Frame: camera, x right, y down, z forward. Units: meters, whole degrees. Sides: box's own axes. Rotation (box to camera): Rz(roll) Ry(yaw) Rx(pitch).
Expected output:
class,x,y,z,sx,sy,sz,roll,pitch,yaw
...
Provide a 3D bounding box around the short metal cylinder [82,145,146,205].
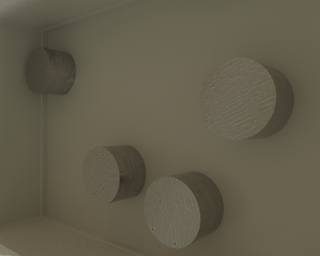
class,x,y,z,sx,sy,sz,roll,pitch,yaw
short metal cylinder,-0.067,0.065,0.446,0.080,0.050,0.080,0,90,40

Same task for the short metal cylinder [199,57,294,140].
class,x,y,z,sx,sy,sz,roll,pitch,yaw
short metal cylinder,0.088,-0.028,0.318,0.080,0.050,0.080,0,90,40

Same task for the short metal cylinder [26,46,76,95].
class,x,y,z,sx,sy,sz,roll,pitch,yaw
short metal cylinder,-0.196,-0.100,0.552,0.080,0.050,0.080,0,90,40

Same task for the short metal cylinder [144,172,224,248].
class,x,y,z,sx,sy,sz,roll,pitch,yaw
short metal cylinder,0.028,0.094,0.368,0.080,0.050,0.080,0,90,40
